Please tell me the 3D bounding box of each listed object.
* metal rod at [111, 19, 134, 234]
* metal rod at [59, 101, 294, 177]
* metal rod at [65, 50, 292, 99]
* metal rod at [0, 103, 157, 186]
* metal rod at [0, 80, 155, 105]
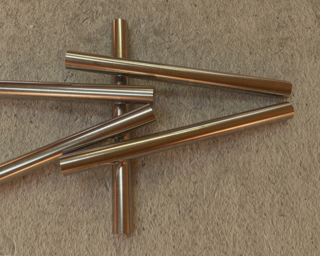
[{"bbox_3d":[-0.052,-0.016,0.414,0.025,0.025,0.299,-3,70,-2],"label":"metal rod"},{"bbox_3d":[0.031,0.010,0.389,0.302,0.025,0.025,-13,71,-12],"label":"metal rod"},{"bbox_3d":[0.028,-0.071,0.418,0.302,0.025,0.025,7,70,-5],"label":"metal rod"},{"bbox_3d":[-0.148,0.038,0.379,0.302,0.025,0.025,-22,72,-3],"label":"metal rod"},{"bbox_3d":[-0.157,-0.049,0.410,0.302,0.025,0.025,3,70,6],"label":"metal rod"}]
